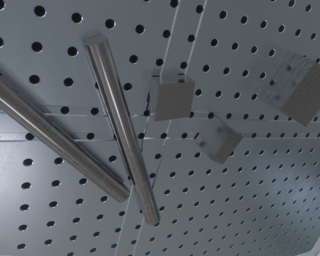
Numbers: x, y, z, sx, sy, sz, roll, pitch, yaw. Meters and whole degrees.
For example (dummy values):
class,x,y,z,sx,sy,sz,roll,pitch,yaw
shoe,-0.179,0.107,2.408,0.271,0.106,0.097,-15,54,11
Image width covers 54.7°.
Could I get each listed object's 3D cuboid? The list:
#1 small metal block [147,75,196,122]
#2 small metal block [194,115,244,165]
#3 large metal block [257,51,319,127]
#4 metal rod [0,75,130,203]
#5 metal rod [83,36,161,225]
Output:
class,x,y,z,sx,sy,sz,roll,pitch,yaw
small metal block,0.014,-0.039,0.395,0.050,0.025,0.050,-8,122,-24
small metal block,0.084,0.017,0.452,0.025,0.050,0.050,26,104,-37
large metal block,0.211,-0.058,0.475,0.080,0.050,0.080,24,106,-37
metal rod,-0.125,0.005,0.345,0.025,0.025,0.300,-40,130,-1
metal rod,-0.039,0.027,0.406,0.025,0.025,0.298,-24,127,-14
